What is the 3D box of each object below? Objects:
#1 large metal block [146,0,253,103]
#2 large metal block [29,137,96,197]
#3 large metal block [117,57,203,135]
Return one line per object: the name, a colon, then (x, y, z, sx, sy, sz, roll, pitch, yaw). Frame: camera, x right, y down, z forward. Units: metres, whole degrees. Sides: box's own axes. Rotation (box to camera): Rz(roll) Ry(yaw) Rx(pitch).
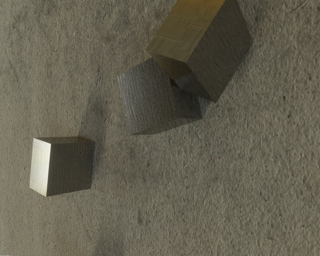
large metal block: (0.044, -0.084, 0.316, 0.050, 0.080, 0.080, 28, 83, 36)
large metal block: (-0.156, 0.058, 0.498, 0.050, 0.081, 0.079, 12, 98, 39)
large metal block: (-0.001, -0.039, 0.390, 0.080, 0.050, 0.080, -19, 78, 38)
